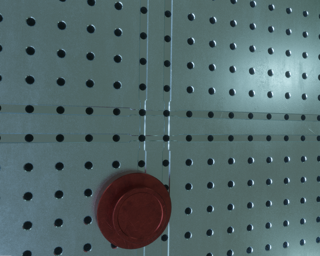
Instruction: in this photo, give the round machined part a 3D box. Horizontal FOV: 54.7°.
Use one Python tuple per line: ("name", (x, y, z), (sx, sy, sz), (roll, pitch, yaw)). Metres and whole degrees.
("round machined part", (-0.030, 0.106, 0.393), (0.099, 0.042, 0.097), (0, 90, -21))
